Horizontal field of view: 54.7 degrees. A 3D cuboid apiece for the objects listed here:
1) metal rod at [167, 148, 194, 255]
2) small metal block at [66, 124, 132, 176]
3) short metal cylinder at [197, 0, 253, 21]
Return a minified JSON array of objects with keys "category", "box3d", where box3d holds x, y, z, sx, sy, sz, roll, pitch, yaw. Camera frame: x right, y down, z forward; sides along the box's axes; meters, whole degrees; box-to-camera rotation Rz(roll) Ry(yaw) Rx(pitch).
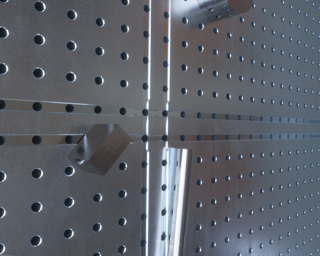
[{"category":"metal rod","box3d":[0.022,0.178,0.430,0.025,0.025,0.298,9,84,-40]},{"category":"small metal block","box3d":[-0.067,0.022,0.339,0.025,0.050,0.050,52,60,-28]},{"category":"short metal cylinder","box3d":[0.101,-0.212,0.480,0.081,0.050,0.079,0,90,-40]}]
